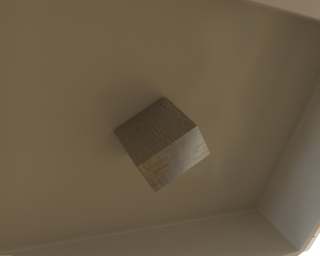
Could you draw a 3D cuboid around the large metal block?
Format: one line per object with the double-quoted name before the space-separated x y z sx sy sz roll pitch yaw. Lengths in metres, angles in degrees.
"large metal block" 0.001 0.017 0.382 0.080 0.080 0.050 -34 129 -6
